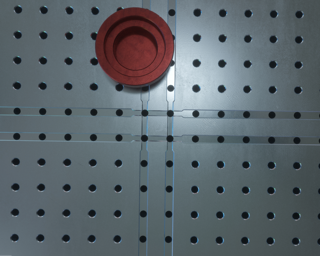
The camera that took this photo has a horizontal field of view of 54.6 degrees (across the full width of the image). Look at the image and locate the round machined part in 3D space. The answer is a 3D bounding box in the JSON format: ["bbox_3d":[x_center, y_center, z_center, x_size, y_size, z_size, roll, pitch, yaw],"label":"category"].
[{"bbox_3d":[-0.031,-0.101,0.405,0.099,0.042,0.097,0,90,0],"label":"round machined part"}]
